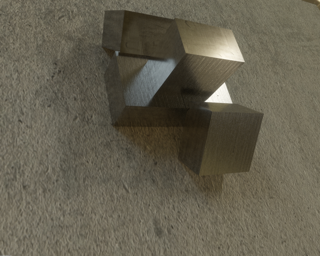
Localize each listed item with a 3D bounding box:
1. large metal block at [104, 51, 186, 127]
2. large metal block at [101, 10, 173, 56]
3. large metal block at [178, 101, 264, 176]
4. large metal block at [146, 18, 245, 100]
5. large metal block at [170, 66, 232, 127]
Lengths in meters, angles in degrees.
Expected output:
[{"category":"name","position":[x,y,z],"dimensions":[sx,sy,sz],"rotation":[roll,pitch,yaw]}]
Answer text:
[{"category":"large metal block","position":[-0.022,-0.049,0.406],"dimensions":[0.081,0.050,0.080],"rotation":[1,62,-28]},{"category":"large metal block","position":[-0.028,-0.129,0.428],"dimensions":[0.081,0.050,0.080],"rotation":[0,18,-28]},{"category":"large metal block","position":[0.077,0.012,0.398],"dimensions":[0.081,0.079,0.050],"rotation":[1,18,-29]},{"category":"large metal block","position":[0.040,-0.080,0.378],"dimensions":[0.081,0.080,0.050],"rotation":[1,61,-28]},{"category":"large metal block","position":[0.049,-0.048,0.445],"dimensions":[0.081,0.050,0.080],"rotation":[1,62,-28]}]
